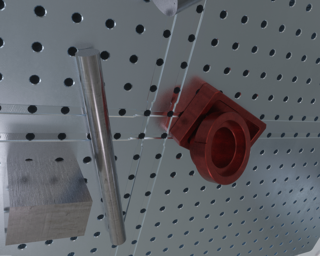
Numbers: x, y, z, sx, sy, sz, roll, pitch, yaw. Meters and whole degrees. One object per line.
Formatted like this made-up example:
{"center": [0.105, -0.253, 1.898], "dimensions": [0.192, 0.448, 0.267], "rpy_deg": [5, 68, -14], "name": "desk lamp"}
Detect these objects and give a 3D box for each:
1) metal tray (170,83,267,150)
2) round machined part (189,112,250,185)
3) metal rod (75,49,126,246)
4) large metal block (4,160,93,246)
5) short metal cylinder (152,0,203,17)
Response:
{"center": [0.089, 0.002, 0.457], "dimensions": [0.131, 0.030, 0.090], "rpy_deg": [26, 104, -37], "name": "metal tray"}
{"center": [0.079, 0.026, 0.426], "dimensions": [0.099, 0.042, 0.097], "rpy_deg": [-4, 95, -41], "name": "round machined part"}
{"center": [-0.070, 0.047, 0.401], "dimensions": [0.025, 0.025, 0.298], "rpy_deg": [-16, 125, -20], "name": "metal rod"}
{"center": [-0.131, 0.080, 0.353], "dimensions": [0.081, 0.080, 0.050], "rpy_deg": [3, 117, -30], "name": "large metal block"}
{"center": [0.016, -0.154, 0.289], "dimensions": [0.050, 0.080, 0.080], "rpy_deg": [-31, 129, -9], "name": "short metal cylinder"}
